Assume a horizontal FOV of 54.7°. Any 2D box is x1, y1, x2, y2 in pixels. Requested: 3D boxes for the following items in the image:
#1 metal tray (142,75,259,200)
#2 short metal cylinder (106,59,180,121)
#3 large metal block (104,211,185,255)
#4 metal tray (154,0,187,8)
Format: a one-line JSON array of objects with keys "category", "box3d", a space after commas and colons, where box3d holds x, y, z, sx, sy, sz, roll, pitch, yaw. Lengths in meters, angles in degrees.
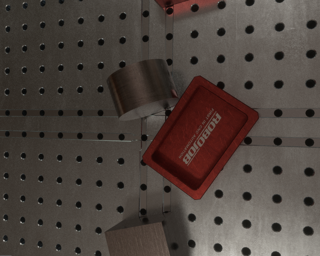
[{"category": "metal tray", "box3d": [0.049, 0.012, 0.388, 0.090, 0.030, 0.129, 35, 101, 12]}, {"category": "short metal cylinder", "box3d": [-0.021, -0.046, 0.390, 0.080, 0.080, 0.050, -21, 83, 18]}, {"category": "large metal block", "box3d": [-0.016, 0.161, 0.404, 0.080, 0.050, 0.080, -16, 85, 19]}, {"category": "metal tray", "box3d": [0.027, -0.234, 0.400, 0.090, 0.030, 0.129, -9, 87, 19]}]
